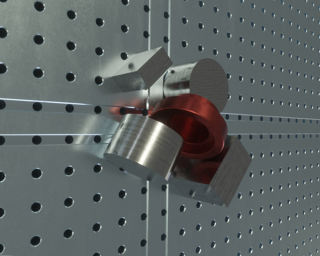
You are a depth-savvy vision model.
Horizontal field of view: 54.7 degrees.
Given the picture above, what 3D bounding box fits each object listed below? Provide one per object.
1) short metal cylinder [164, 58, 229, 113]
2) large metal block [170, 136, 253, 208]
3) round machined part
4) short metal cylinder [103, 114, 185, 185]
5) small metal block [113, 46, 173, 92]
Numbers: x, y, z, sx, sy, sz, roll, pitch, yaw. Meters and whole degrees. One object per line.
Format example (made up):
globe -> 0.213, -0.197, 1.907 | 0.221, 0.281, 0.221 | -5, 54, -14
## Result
short metal cylinder -> 0.052, -0.054, 0.438 | 0.081, 0.050, 0.079 | 0, 90, -40
large metal block -> 0.068, 0.056, 0.434 | 0.050, 0.080, 0.080 | 51, 60, -28
round machined part -> 0.038, -0.006, 0.396 | 0.098, 0.098, 0.042 | 49, 49, -30
short metal cylinder -> -0.018, 0.026, 0.360 | 0.080, 0.080, 0.050 | 38, 67, -34
small metal block -> -0.021, -0.070, 0.377 | 0.050, 0.050, 0.025 | -50, 120, -29
